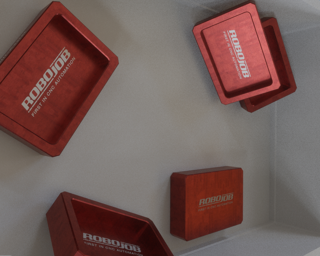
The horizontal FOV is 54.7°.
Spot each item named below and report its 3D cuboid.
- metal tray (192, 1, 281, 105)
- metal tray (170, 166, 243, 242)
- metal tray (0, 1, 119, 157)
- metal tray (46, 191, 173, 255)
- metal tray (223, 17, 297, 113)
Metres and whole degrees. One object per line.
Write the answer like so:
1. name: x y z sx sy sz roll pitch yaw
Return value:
1. metal tray: 0.114 -0.107 0.457 0.130 0.090 0.030 64 25 -21
2. metal tray: 0.074 0.108 0.465 0.131 0.030 0.089 0 90 -40
3. metal tray: -0.110 -0.048 0.310 0.090 0.030 0.130 42 65 -32
4. metal tray: -0.046 0.120 0.323 0.131 0.090 0.030 30 99 -36
5. metal tray: 0.159 -0.101 0.505 0.090 0.030 0.130 -26 111 1
